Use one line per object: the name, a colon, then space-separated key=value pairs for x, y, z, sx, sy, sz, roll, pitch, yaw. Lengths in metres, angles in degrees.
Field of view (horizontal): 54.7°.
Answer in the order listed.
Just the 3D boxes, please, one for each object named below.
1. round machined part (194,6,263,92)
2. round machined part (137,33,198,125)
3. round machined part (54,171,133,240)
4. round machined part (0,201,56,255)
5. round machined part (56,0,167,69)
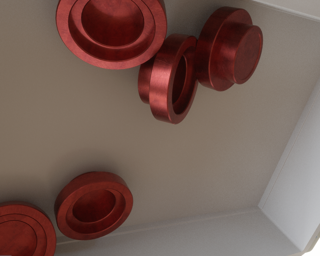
round machined part: x=0.087 y=-0.090 z=0.366 sx=0.099 sy=0.042 sz=0.097 roll=-31 pitch=134 yaw=-39
round machined part: x=0.009 y=-0.056 z=0.347 sx=0.098 sy=0.042 sz=0.097 roll=14 pitch=91 yaw=-69
round machined part: x=-0.089 y=0.097 z=0.409 sx=0.099 sy=0.042 sz=0.097 roll=-14 pitch=124 yaw=-21
round machined part: x=-0.177 y=0.135 z=0.367 sx=0.099 sy=0.042 sz=0.097 roll=0 pitch=89 yaw=-26
round machined part: x=-0.043 y=-0.106 z=0.291 sx=0.099 sy=0.042 sz=0.097 roll=-3 pitch=142 yaw=-2
